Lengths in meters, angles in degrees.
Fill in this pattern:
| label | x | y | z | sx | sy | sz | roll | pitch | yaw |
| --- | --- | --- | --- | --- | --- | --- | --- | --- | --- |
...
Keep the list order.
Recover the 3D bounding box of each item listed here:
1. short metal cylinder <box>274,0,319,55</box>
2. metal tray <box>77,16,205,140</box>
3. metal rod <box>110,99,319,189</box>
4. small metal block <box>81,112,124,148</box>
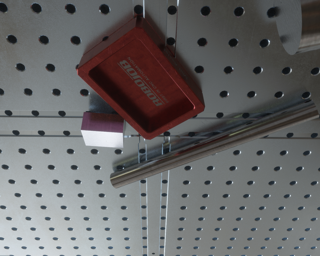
| label | x | y | z | sx | sy | sz | roll | pitch | yaw |
| --- | --- | --- | --- | --- | --- | --- | --- | --- | --- |
| short metal cylinder | 0.141 | -0.112 | 0.283 | 0.050 | 0.080 | 0.080 | -11 | 130 | 8 |
| metal tray | -0.018 | -0.051 | 0.364 | 0.090 | 0.030 | 0.130 | -29 | 125 | 22 |
| metal rod | 0.063 | 0.028 | 0.436 | 0.300 | 0.025 | 0.025 | -22 | 127 | 17 |
| small metal block | -0.072 | 0.004 | 0.402 | 0.050 | 0.025 | 0.050 | 4 | 154 | -4 |
